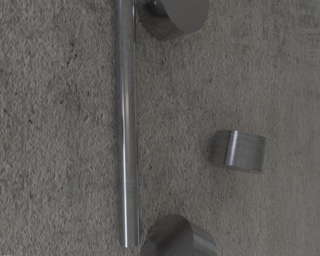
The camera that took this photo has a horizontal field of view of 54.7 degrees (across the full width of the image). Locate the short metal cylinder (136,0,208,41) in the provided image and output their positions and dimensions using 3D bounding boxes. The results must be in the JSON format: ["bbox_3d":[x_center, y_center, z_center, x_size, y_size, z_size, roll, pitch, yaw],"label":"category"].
[{"bbox_3d":[0.017,-0.159,0.402,0.081,0.050,0.080,0,90,-40],"label":"short metal cylinder"}]

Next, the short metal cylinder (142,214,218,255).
[{"bbox_3d":[0.024,0.156,0.390,0.050,0.080,0.080,40,66,-33],"label":"short metal cylinder"}]

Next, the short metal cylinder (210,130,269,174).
[{"bbox_3d":[0.120,0.037,0.469,0.080,0.080,0.050,19,78,-38],"label":"short metal cylinder"}]

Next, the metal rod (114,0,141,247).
[{"bbox_3d":[-0.039,-0.010,0.371,0.025,0.025,0.298,-2,92,-40],"label":"metal rod"}]
